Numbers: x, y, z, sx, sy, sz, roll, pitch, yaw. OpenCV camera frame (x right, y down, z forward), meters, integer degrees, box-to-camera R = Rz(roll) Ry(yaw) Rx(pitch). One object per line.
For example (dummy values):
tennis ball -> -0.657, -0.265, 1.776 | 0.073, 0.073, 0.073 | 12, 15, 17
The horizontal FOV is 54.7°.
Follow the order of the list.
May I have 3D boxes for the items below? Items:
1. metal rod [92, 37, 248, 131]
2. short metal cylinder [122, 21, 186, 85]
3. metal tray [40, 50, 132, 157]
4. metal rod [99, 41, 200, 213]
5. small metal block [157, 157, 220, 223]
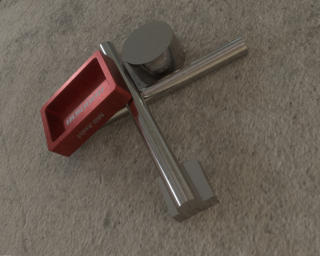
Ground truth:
metal rod -> -0.020, -0.045, 0.442 | 0.301, 0.025, 0.025 | -26, 53, 11
short metal cylinder -> -0.009, -0.111, 0.459 | 0.080, 0.050, 0.080 | -13, 56, 20
metal tray -> -0.106, -0.034, 0.427 | 0.130, 0.030, 0.090 | -41, 50, 15
metal rod -> -0.028, -0.025, 0.402 | 0.025, 0.025, 0.300 | -34, 52, 6
small metal block -> 0.031, 0.069, 0.345 | 0.050, 0.025, 0.050 | -29, 52, 9
